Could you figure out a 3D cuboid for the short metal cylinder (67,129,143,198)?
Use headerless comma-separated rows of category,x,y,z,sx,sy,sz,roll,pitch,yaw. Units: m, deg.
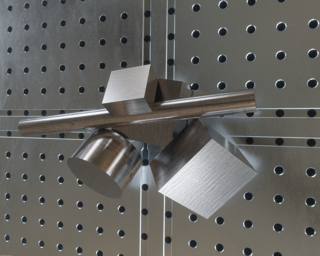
short metal cylinder,-0.070,0.046,0.398,0.080,0.080,0.050,21,54,18

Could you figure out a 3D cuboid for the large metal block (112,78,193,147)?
large metal block,-0.010,-0.023,0.398,0.080,0.050,0.079,12,94,19

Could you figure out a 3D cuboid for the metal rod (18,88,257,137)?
metal rod,-0.042,-0.015,0.370,0.301,0.025,0.025,-6,88,20

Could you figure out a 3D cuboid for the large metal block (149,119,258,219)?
large metal block,0.048,0.046,0.356,0.080,0.050,0.080,36,106,-29

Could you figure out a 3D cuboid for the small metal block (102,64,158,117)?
small metal block,-0.033,-0.043,0.354,0.050,0.025,0.050,-6,53,20
